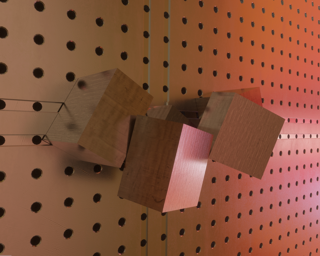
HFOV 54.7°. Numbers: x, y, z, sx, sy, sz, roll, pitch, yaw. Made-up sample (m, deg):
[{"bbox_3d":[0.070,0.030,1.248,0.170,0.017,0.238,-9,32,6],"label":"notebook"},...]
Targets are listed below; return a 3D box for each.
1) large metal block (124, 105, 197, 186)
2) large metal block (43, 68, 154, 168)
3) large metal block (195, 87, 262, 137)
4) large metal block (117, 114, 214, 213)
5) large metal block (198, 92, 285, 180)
[{"bbox_3d":[0.008,0.027,0.401,0.080,0.050,0.080,39,66,-33],"label":"large metal block"},{"bbox_3d":[-0.064,-0.010,0.320,0.050,0.080,0.080,37,67,-34],"label":"large metal block"},{"bbox_3d":[0.107,-0.014,0.465,0.050,0.080,0.079,-21,104,-38],"label":"large metal block"},{"bbox_3d":[0.009,0.036,0.317,0.080,0.050,0.080,17,86,-60],"label":"large metal block"},{"bbox_3d":[0.094,0.008,0.384,0.080,0.050,0.080,23,88,-22],"label":"large metal block"}]
